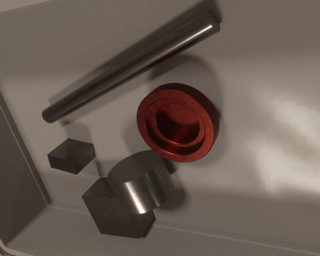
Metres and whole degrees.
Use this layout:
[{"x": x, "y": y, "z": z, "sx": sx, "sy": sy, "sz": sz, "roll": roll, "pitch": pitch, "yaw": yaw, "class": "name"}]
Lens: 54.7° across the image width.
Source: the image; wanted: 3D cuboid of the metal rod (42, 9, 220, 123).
[{"x": -0.060, "y": -0.064, "z": 0.398, "sx": 0.299, "sy": 0.025, "sz": 0.025, "roll": -21, "pitch": 107, "yaw": 35, "class": "metal rod"}]

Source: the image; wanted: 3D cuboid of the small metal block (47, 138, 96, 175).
[{"x": -0.139, "y": 0.044, "z": 0.491, "sx": 0.050, "sy": 0.050, "sz": 0.025, "roll": 11, "pitch": 123, "yaw": 22, "class": "small metal block"}]

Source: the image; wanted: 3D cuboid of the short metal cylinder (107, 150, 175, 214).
[{"x": -0.026, "y": 0.073, "z": 0.430, "sx": 0.080, "sy": 0.080, "sz": 0.050, "roll": -11, "pitch": 113, "yaw": 32, "class": "short metal cylinder"}]

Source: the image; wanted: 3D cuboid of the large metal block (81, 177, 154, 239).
[{"x": -0.067, "y": 0.128, "z": 0.504, "sx": 0.080, "sy": 0.050, "sz": 0.080, "roll": -6, "pitch": 116, "yaw": 32, "class": "large metal block"}]

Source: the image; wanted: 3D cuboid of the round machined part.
[{"x": 0.025, "y": -0.010, "z": 0.378, "sx": 0.098, "sy": 0.042, "sz": 0.097, "roll": 13, "pitch": 124, "yaw": 20, "class": "round machined part"}]
